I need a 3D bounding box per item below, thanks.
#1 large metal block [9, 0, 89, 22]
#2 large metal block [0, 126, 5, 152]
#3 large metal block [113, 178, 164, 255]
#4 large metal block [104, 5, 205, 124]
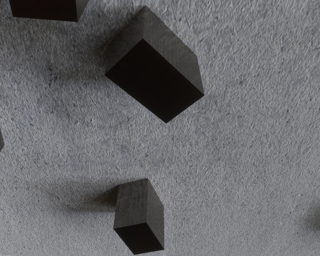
[{"bbox_3d":[-0.087,-0.142,0.249,0.050,0.080,0.079,4,130,-3],"label":"large metal block"},{"bbox_3d":[-0.256,0.005,0.393,0.081,0.050,0.079,6,130,-5],"label":"large metal block"},{"bbox_3d":[-0.030,0.140,0.490,0.050,0.080,0.080,-15,129,12],"label":"large metal block"},{"bbox_3d":[-0.004,-0.065,0.316,0.050,0.080,0.080,-37,121,27],"label":"large metal block"}]
